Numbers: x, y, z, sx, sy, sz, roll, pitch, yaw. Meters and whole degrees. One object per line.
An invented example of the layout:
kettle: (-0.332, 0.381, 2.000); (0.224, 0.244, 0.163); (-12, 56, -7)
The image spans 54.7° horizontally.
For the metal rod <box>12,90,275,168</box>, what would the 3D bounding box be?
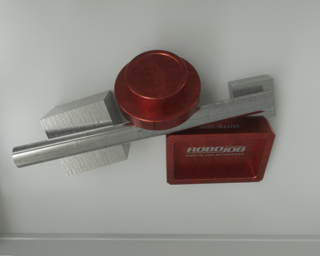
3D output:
metal rod: (-0.015, 0.000, 0.362); (0.302, 0.025, 0.025); (-13, 110, -4)

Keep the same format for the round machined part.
round machined part: (-0.003, -0.049, 0.350); (0.099, 0.098, 0.042); (-4, 151, 1)

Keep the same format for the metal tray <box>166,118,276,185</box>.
metal tray: (0.073, 0.032, 0.405); (0.131, 0.030, 0.089); (-2, 130, -1)

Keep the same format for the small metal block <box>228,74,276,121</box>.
small metal block: (0.118, -0.037, 0.397); (0.050, 0.025, 0.050); (-11, 110, 3)

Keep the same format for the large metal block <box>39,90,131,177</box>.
large metal block: (-0.091, 0.006, 0.396); (0.080, 0.050, 0.080); (-17, 110, 5)
